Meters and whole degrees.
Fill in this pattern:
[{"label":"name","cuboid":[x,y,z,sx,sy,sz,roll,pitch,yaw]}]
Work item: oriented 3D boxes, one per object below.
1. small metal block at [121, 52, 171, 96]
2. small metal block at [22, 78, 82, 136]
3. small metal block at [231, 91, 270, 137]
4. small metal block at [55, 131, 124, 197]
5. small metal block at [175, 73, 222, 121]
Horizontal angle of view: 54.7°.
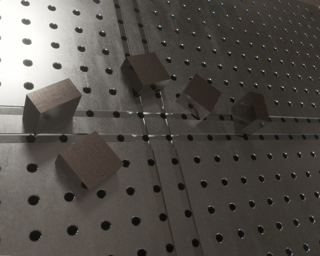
[{"label":"small metal block","cuboid":[-0.020,-0.079,0.447,0.050,0.025,0.050,-20,72,-36]},{"label":"small metal block","cuboid":[-0.120,-0.023,0.343,0.050,0.050,0.025,-33,81,-38]},{"label":"small metal block","cuboid":[0.139,-0.021,0.482,0.025,0.050,0.050,11,57,-23]},{"label":"small metal block","cuboid":[-0.078,0.039,0.343,0.050,0.025,0.050,49,51,6]},{"label":"small metal block","cuboid":[0.059,-0.047,0.471,0.050,0.025,0.050,37,51,-4]}]
